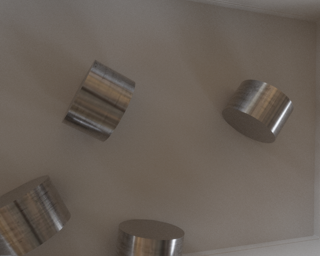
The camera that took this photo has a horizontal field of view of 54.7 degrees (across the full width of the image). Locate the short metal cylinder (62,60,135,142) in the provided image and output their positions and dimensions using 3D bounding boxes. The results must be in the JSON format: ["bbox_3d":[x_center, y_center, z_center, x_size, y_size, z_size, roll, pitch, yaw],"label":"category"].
[{"bbox_3d":[-0.070,-0.031,0.355,0.050,0.080,0.080,28,81,-18],"label":"short metal cylinder"}]

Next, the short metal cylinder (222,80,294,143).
[{"bbox_3d":[0.135,-0.022,0.431,0.080,0.080,0.050,38,78,-16],"label":"short metal cylinder"}]

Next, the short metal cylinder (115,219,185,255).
[{"bbox_3d":[-0.013,0.148,0.377,0.081,0.080,0.050,8,88,-20],"label":"short metal cylinder"}]

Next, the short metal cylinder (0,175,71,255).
[{"bbox_3d":[-0.144,0.092,0.328,0.080,0.080,0.050,-29,100,-18],"label":"short metal cylinder"}]
